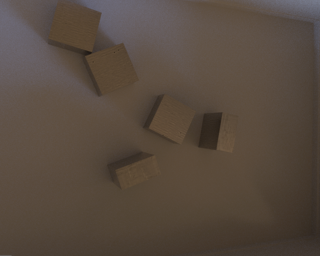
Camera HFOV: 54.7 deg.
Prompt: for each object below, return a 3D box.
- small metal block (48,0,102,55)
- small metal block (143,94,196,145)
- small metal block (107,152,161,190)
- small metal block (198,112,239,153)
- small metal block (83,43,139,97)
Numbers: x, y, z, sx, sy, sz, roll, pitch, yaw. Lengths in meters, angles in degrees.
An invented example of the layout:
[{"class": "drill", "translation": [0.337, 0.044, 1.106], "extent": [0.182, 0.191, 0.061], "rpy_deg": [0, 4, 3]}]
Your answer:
[{"class": "small metal block", "translation": [-0.103, -0.120, 0.373], "extent": [0.050, 0.025, 0.050], "rpy_deg": [14, 85, -20]}, {"class": "small metal block", "translation": [0.013, -0.011, 0.416], "extent": [0.050, 0.025, 0.050], "rpy_deg": [28, 81, -18]}, {"class": "small metal block", "translation": [-0.034, 0.052, 0.386], "extent": [0.050, 0.050, 0.025], "rpy_deg": [-19, 97, -19]}, {"class": "small metal block", "translation": [0.080, 0.006, 0.428], "extent": [0.025, 0.050, 0.050], "rpy_deg": [11, 86, -20]}, {"class": "small metal block", "translation": [-0.062, -0.072, 0.388], "extent": [0.050, 0.025, 0.050], "rpy_deg": [-25, 99, -19]}]
